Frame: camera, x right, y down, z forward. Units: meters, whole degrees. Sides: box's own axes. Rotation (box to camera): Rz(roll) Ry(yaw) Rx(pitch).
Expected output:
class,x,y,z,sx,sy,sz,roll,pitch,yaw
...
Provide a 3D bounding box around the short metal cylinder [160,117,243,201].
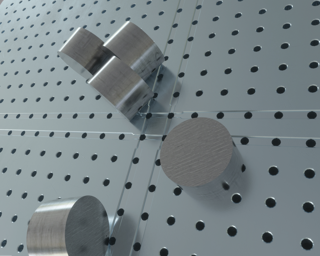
class,x,y,z,sx,sy,sz,roll,pitch,yaw
short metal cylinder,0.047,0.035,0.345,0.080,0.050,0.080,-13,56,20

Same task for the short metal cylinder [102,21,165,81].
class,x,y,z,sx,sy,sz,roll,pitch,yaw
short metal cylinder,-0.039,-0.110,0.460,0.050,0.080,0.080,-47,52,-4

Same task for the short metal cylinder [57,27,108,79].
class,x,y,z,sx,sy,sz,roll,pitch,yaw
short metal cylinder,-0.117,-0.116,0.503,0.080,0.080,0.050,28,77,37

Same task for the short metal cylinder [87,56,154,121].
class,x,y,z,sx,sy,sz,roll,pitch,yaw
short metal cylinder,-0.055,-0.054,0.434,0.050,0.080,0.080,-48,52,-5

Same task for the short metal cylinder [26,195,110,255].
class,x,y,z,sx,sy,sz,roll,pitch,yaw
short metal cylinder,-0.101,0.120,0.351,0.050,0.080,0.080,-12,57,22
